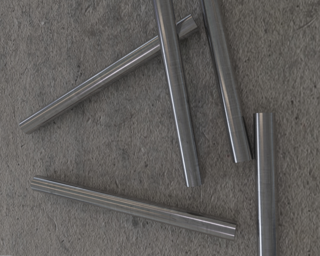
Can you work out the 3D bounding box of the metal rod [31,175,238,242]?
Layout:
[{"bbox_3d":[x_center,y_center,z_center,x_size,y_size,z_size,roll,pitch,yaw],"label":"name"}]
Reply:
[{"bbox_3d":[-0.049,0.105,0.426,0.301,0.025,0.025,8,93,19],"label":"metal rod"}]

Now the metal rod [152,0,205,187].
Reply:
[{"bbox_3d":[0.017,-0.075,0.381,0.025,0.025,0.298,-9,95,20],"label":"metal rod"}]

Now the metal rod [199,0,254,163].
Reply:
[{"bbox_3d":[0.072,-0.107,0.383,0.025,0.025,0.298,-12,86,19],"label":"metal rod"}]

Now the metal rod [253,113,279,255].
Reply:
[{"bbox_3d":[0.126,0.132,0.364,0.025,0.025,0.298,-2,89,20],"label":"metal rod"}]

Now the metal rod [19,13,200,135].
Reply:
[{"bbox_3d":[-0.082,-0.068,0.437,0.300,0.025,0.025,-28,81,17],"label":"metal rod"}]
